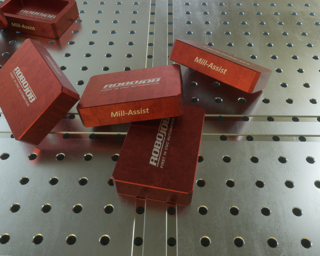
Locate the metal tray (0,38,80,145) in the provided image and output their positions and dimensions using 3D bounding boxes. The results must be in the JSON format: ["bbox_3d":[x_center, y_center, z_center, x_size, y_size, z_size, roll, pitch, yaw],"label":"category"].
[{"bbox_3d":[-0.172,-0.051,0.416,0.090,0.030,0.130,-46,57,7],"label":"metal tray"}]

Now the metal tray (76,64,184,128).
[{"bbox_3d":[-0.035,-0.045,0.414,0.131,0.030,0.090,-7,35,7],"label":"metal tray"}]

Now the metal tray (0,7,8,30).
[{"bbox_3d":[-0.333,-0.174,0.525,0.130,0.030,0.090,-33,56,-5],"label":"metal tray"}]

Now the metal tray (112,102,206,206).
[{"bbox_3d":[0.003,0.024,0.385,0.090,0.030,0.130,9,51,7],"label":"metal tray"}]

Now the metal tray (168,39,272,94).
[{"bbox_3d":[0.090,-0.093,0.454,0.130,0.030,0.090,28,23,22],"label":"metal tray"}]

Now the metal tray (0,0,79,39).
[{"bbox_3d":[-0.233,-0.216,0.584,0.130,0.030,0.090,13,51,10],"label":"metal tray"}]
